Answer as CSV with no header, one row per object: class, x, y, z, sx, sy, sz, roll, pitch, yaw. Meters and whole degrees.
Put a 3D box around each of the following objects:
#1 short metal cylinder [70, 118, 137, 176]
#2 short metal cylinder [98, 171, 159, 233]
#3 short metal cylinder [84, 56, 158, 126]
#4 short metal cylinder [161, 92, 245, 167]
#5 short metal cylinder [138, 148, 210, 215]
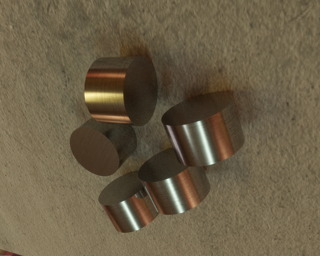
short metal cylinder,-0.080,0.022,0.445,0.080,0.050,0.079,13,124,20
short metal cylinder,-0.043,0.107,0.458,0.080,0.080,0.050,-13,112,33
short metal cylinder,-0.043,-0.044,0.366,0.050,0.080,0.079,5,121,25
short metal cylinder,0.048,0.000,0.345,0.080,0.080,0.050,-9,114,31
short metal cylinder,0.019,0.066,0.401,0.080,0.080,0.050,-11,113,32
